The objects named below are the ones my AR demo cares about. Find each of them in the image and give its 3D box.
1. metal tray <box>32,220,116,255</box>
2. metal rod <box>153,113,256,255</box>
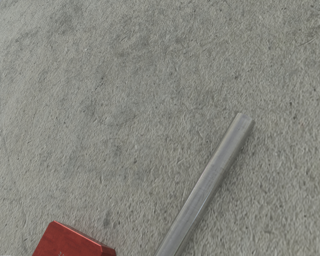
[{"bbox_3d":[-0.117,0.183,0.348,0.090,0.030,0.130,13,68,33],"label":"metal tray"},{"bbox_3d":[0.019,0.112,0.323,0.025,0.025,0.300,23,74,36],"label":"metal rod"}]
